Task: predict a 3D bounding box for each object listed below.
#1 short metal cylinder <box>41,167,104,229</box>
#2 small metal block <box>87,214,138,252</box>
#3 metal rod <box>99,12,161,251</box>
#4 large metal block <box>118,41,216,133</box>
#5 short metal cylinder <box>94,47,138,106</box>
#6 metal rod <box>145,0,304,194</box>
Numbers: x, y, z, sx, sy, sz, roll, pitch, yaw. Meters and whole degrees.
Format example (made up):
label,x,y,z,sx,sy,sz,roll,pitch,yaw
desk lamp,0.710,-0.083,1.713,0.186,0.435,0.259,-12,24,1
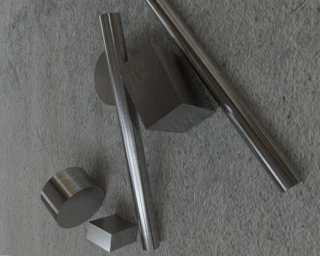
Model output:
label,x,y,z,sx,sy,sz,roll,pitch,yaw
short metal cylinder,-0.134,0.107,0.480,0.050,0.081,0.079,38,113,33
small metal block,-0.068,0.149,0.445,0.050,0.050,0.025,11,97,39
metal rod,-0.035,0.014,0.387,0.025,0.025,0.298,0,105,40
large metal block,0.010,-0.042,0.358,0.050,0.080,0.080,-36,68,26
short metal cylinder,-0.045,-0.069,0.426,0.080,0.050,0.080,0,90,40
metal rod,0.058,-0.062,0.357,0.025,0.025,0.299,-45,63,31
